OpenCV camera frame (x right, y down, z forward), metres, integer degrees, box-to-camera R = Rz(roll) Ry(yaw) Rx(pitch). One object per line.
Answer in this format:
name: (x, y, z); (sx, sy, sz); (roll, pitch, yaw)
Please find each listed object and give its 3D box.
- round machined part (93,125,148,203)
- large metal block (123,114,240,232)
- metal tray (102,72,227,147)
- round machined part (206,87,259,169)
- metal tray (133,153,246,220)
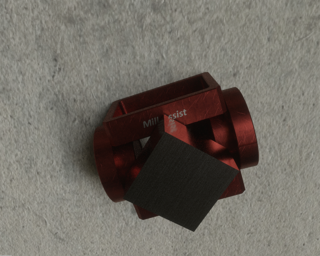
round machined part: (-0.044, 0.040, 0.386); (0.042, 0.098, 0.097); (-15, 110, 5)
large metal block: (0.019, 0.045, 0.316); (0.080, 0.050, 0.080); (28, 107, -10)
metal tray: (0.004, -0.026, 0.368); (0.131, 0.090, 0.030); (-17, 109, 6)
round machined part: (0.082, 0.003, 0.374); (0.042, 0.098, 0.097); (-15, 110, 5)
metal tray: (0.033, 0.064, 0.399); (0.131, 0.090, 0.030); (-16, 110, 5)
